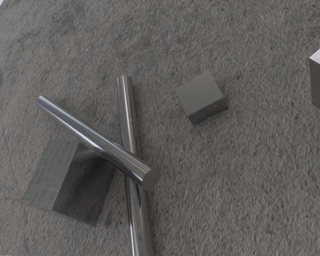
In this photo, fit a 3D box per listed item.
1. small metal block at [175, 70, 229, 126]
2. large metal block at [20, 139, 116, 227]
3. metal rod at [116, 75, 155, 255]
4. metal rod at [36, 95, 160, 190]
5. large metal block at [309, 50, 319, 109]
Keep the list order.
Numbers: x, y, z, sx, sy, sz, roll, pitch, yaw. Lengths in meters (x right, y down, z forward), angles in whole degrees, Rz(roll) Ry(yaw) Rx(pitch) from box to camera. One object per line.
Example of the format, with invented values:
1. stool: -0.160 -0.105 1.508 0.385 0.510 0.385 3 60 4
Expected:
1. small metal block: 0.054 -0.039 0.400 0.050 0.025 0.050 -28 52 10
2. large metal block: -0.108 0.069 0.383 0.050 0.080 0.080 3 63 29
3. metal rod: -0.034 0.049 0.391 0.025 0.025 0.299 -21 54 15
4. metal rod: -0.106 0.005 0.435 0.300 0.025 0.025 27 77 43
5. large metal block: 0.193 -0.038 0.291 0.050 0.080 0.080 -40 51 1
